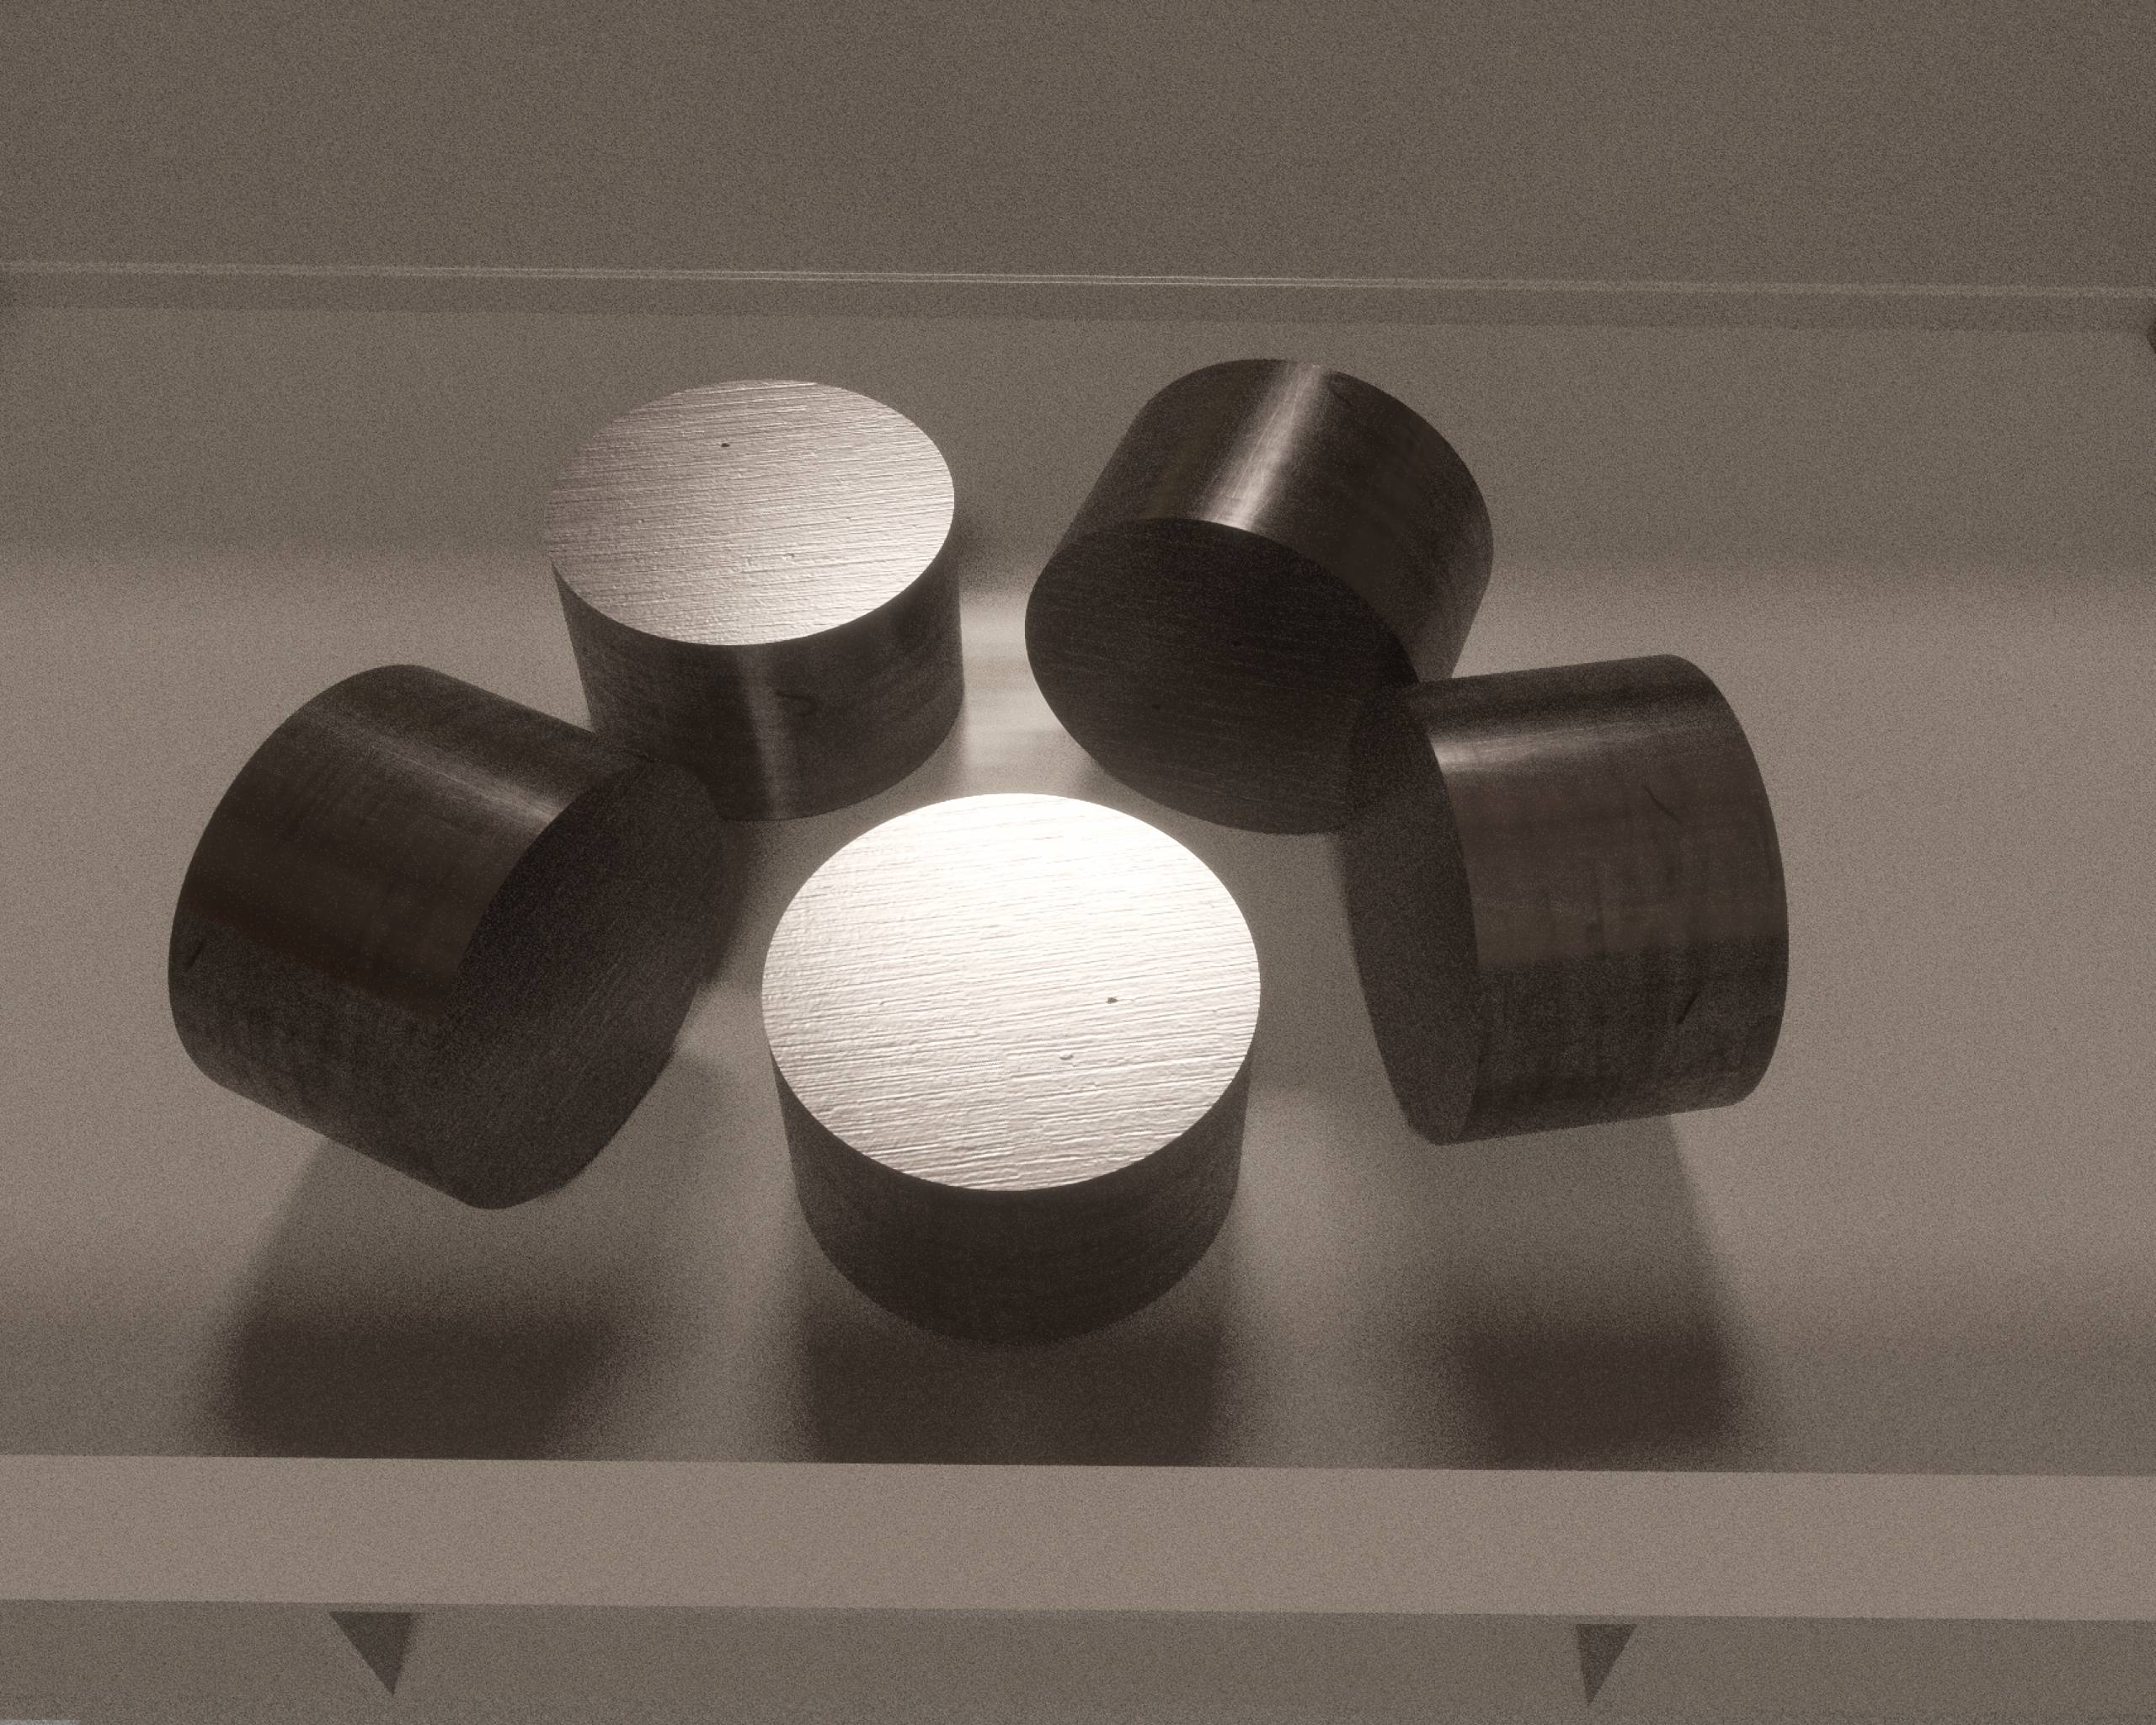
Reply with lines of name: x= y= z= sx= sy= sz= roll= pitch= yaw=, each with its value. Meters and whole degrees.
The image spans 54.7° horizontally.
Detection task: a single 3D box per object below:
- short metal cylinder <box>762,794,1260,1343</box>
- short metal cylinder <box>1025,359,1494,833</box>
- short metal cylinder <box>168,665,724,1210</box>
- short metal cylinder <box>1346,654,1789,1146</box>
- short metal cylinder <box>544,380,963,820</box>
short metal cylinder: x=-0.011 y=0.034 z=0.357 sx=0.081 sy=0.050 sz=0.080 roll=0 pitch=50 yaw=0
short metal cylinder: x=0.036 y=-0.052 z=0.413 sx=0.080 sy=0.080 sz=0.050 roll=17 pitch=52 yaw=13
short metal cylinder: x=-0.104 y=0.012 z=0.355 sx=0.050 sy=0.080 sz=0.080 roll=21 pitch=53 yaw=17
short metal cylinder: x=0.082 y=0.006 z=0.363 sx=0.050 sy=0.080 sz=0.080 roll=-7 pitch=51 yaw=-6
short metal cylinder: x=-0.065 y=-0.055 z=0.432 sx=0.081 sy=0.050 sz=0.080 roll=0 pitch=50 yaw=0
